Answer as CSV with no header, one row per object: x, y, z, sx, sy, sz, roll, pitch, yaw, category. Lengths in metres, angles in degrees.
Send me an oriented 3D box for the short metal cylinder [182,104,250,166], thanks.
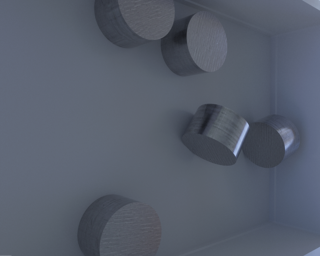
0.078,0.010,0.436,0.080,0.080,0.050,44,63,-31,short metal cylinder

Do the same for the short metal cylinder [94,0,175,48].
-0.029,-0.139,0.365,0.081,0.050,0.080,0,90,-40,short metal cylinder

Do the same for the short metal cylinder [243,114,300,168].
0.187,0.022,0.527,0.050,0.080,0.080,-21,103,-38,short metal cylinder

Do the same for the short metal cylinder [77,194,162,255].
-0.045,0.120,0.353,0.081,0.050,0.080,0,90,-40,short metal cylinder

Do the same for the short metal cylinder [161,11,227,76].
0.048,-0.115,0.430,0.081,0.050,0.080,0,90,-40,short metal cylinder
